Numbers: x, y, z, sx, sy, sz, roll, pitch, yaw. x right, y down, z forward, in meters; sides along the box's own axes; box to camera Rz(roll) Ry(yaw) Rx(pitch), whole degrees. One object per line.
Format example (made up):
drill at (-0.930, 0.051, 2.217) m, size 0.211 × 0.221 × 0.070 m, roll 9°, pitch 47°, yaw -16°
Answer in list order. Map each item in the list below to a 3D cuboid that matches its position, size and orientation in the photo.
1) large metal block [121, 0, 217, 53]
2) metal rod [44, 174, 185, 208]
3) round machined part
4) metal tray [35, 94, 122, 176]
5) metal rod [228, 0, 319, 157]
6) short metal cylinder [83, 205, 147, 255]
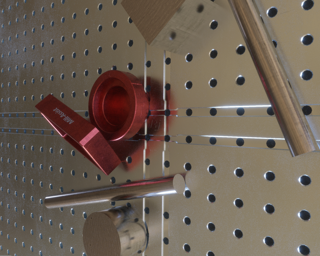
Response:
large metal block at (0.009, -0.154, 0.384) m, size 0.080 × 0.050 × 0.080 m, roll -45°, pitch 63°, yaw 30°
metal rod at (-0.089, 0.103, 0.480) m, size 0.300 × 0.025 × 0.025 m, roll -16°, pitch 80°, yaw 38°
round machined part at (-0.054, -0.031, 0.441) m, size 0.098 × 0.042 × 0.097 m, roll 0°, pitch 90°, yaw 39°
metal tray at (-0.123, 0.009, 0.467) m, size 0.130 × 0.090 × 0.030 m, roll 31°, pitch 69°, yaw 35°
metal rod at (0.095, -0.115, 0.329) m, size 0.025 × 0.025 × 0.299 m, roll -28°, pitch 73°, yaw 36°
short metal cylinder at (-0.066, 0.156, 0.445) m, size 0.080 × 0.050 × 0.079 m, roll 0°, pitch 90°, yaw 39°
